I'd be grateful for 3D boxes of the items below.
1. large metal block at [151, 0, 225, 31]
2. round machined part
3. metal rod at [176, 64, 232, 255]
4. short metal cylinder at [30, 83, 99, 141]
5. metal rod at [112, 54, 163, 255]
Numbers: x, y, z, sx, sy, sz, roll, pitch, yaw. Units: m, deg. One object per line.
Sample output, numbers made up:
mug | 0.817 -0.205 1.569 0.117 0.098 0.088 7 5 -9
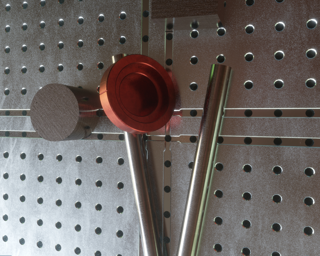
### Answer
large metal block | 0.037 -0.170 0.386 0.080 0.050 0.079 3 91 19
round machined part | -0.032 -0.040 0.394 0.042 0.099 0.097 -14 84 54
metal rod | 0.050 0.070 0.394 0.025 0.025 0.298 11 94 19
short metal cylinder | -0.137 -0.021 0.446 0.080 0.050 0.079 0 90 19
metal rod | -0.030 0.048 0.422 0.025 0.025 0.298 -11 86 19
